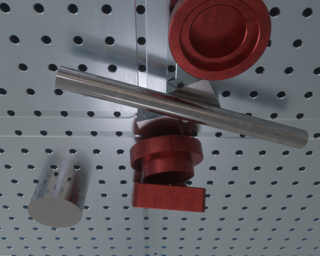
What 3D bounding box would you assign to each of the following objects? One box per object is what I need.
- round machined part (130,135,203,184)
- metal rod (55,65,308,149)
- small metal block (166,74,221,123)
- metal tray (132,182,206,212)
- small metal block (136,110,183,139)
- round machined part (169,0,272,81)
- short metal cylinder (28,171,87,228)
[{"bbox_3d":[0.010,0.048,0.416,0.099,0.042,0.098,-5,156,-2],"label":"round machined part"},{"bbox_3d":[0.035,-0.020,0.361,0.302,0.025,0.025,13,129,-12],"label":"metal rod"},{"bbox_3d":[0.041,-0.039,0.379,0.050,0.025,0.050,-20,128,16],"label":"small metal block"},{"bbox_3d":[0.006,0.099,0.444,0.091,0.030,0.130,6,167,-5],"label":"metal tray"},{"bbox_3d":[0.002,-0.002,0.410,0.050,0.025,0.050,-13,129,10],"label":"small metal block"},{"bbox_3d":[0.058,-0.101,0.315,0.099,0.042,0.097,0,130,0],"label":"round machined part"},{"bbox_3d":[-0.160,0.114,0.490,0.081,0.050,0.079,0,130,0],"label":"short metal cylinder"}]
